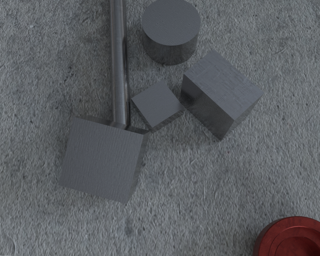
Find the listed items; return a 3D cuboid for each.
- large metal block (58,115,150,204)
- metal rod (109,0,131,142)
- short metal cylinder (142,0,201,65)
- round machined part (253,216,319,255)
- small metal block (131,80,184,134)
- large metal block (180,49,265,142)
[{"bbox_3d":[-0.063,0.034,0.366,0.080,0.050,0.079,15,96,5],"label":"large metal block"},{"bbox_3d":[-0.060,-0.120,0.451,0.025,0.025,0.299,-4,70,-2],"label":"metal rod"},{"bbox_3d":[0.015,-0.138,0.445,0.081,0.050,0.080,0,70,0],"label":"short metal cylinder"},{"bbox_3d":[0.153,0.150,0.346,0.099,0.042,0.098,0,70,-1],"label":"round machined part"},{"bbox_3d":[-0.003,-0.029,0.419,0.050,0.025,0.050,-33,74,-12],"label":"small metal block"},{"bbox_3d":[0.073,-0.038,0.394,0.050,0.080,0.080,-41,76,-14],"label":"large metal block"}]
